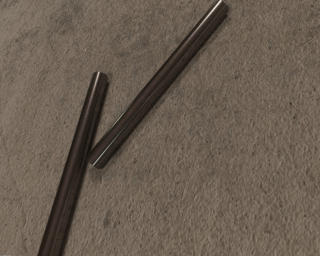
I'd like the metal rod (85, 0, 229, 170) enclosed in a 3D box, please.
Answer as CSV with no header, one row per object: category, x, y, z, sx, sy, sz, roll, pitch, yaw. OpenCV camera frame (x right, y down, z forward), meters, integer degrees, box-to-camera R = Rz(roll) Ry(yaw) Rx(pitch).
metal rod,0.000,-0.067,0.443,0.025,0.025,0.300,32,79,37

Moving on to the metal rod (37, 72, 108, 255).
metal rod,-0.119,0.047,0.434,0.025,0.025,0.299,-5,59,25
